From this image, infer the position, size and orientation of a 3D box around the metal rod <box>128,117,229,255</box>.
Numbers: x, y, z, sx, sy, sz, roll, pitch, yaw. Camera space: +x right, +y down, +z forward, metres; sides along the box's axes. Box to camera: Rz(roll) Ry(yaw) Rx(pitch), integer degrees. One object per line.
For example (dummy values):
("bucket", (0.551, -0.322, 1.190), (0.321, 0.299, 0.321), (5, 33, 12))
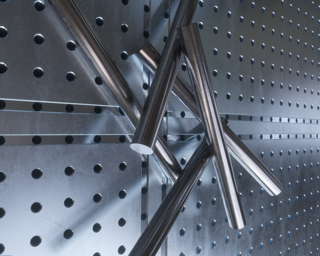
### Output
("metal rod", (0.028, 0.078, 0.394), (0.301, 0.025, 0.025), (-50, 121, -43))

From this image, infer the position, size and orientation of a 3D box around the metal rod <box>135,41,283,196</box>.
("metal rod", (0.080, -0.003, 0.440), (0.300, 0.025, 0.025), (44, 63, -18))

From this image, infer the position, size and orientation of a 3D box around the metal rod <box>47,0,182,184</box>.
("metal rod", (-0.044, -0.041, 0.373), (0.025, 0.025, 0.299), (-47, 118, -30))

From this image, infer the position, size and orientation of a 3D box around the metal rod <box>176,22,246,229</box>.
("metal rod", (0.074, 0.012, 0.416), (0.025, 0.025, 0.298), (-33, 115, -35))

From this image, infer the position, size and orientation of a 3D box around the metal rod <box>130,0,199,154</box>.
("metal rod", (0.019, -0.106, 0.392), (0.025, 0.025, 0.300), (37, 57, -34))
